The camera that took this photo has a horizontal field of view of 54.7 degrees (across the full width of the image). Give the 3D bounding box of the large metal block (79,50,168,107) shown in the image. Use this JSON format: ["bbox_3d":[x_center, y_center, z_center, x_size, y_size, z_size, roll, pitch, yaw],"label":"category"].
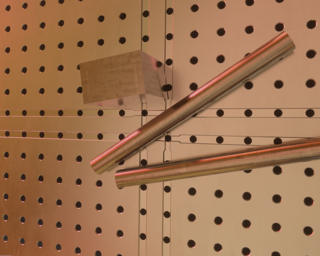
[{"bbox_3d":[-0.043,-0.059,0.398,0.080,0.080,0.050,-8,88,19],"label":"large metal block"}]

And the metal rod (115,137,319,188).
[{"bbox_3d":[0.083,0.043,0.382,0.301,0.025,0.025,-11,86,19],"label":"metal rod"}]

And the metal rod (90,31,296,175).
[{"bbox_3d":[0.030,-0.023,0.401,0.300,0.025,0.025,-33,80,16],"label":"metal rod"}]
